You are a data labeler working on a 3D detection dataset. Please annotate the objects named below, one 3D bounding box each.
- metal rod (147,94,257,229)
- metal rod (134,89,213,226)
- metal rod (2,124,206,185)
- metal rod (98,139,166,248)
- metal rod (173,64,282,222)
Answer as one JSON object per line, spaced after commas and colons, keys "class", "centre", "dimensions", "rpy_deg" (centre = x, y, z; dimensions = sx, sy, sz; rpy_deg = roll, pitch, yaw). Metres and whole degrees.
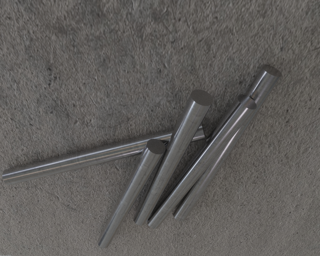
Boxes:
{"class": "metal rod", "centre": [0.044, 0.068, 0.452], "dimensions": [0.025, 0.025, 0.298], "rpy_deg": [17, 132, -14]}
{"class": "metal rod", "centre": [0.005, 0.063, 0.435], "dimensions": [0.025, 0.025, 0.298], "rpy_deg": [12, 137, -10]}
{"class": "metal rod", "centre": [-0.086, 0.038, 0.438], "dimensions": [0.301, 0.025, 0.025], "rpy_deg": [-14, 129, 11]}
{"class": "metal rod", "centre": [-0.056, 0.120, 0.490], "dimensions": [0.025, 0.025, 0.298], "rpy_deg": [15, 134, -13]}
{"class": "metal rod", "centre": [0.081, 0.043, 0.443], "dimensions": [0.025, 0.025, 0.298], "rpy_deg": [14, 129, -12]}
